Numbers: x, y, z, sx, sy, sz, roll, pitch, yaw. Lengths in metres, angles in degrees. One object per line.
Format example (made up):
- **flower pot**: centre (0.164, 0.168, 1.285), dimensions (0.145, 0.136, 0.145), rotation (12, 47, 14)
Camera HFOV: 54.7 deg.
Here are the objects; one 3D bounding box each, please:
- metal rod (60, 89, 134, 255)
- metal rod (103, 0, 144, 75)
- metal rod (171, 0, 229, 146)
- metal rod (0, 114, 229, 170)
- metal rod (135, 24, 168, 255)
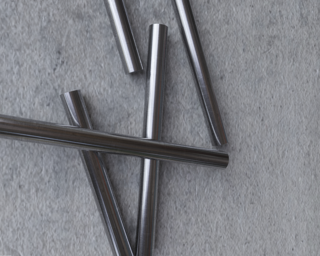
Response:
- **metal rod**: centre (-0.065, 0.100, 0.386), dimensions (0.025, 0.025, 0.298), rotation (-19, 97, -19)
- **metal rod**: centre (-0.073, -0.214, 0.382), dimensions (0.025, 0.025, 0.298), rotation (-18, 96, -19)
- **metal rod**: centre (0.044, -0.120, 0.426), dimensions (0.025, 0.025, 0.298), rotation (-19, 97, -19)
- **metal rod**: centre (-0.055, 0.018, 0.361), dimensions (0.302, 0.025, 0.025), rotation (10, 87, -20)
- **metal rod**: centre (-0.011, 0.016, 0.405), dimensions (0.025, 0.025, 0.298), rotation (4, 89, -20)
